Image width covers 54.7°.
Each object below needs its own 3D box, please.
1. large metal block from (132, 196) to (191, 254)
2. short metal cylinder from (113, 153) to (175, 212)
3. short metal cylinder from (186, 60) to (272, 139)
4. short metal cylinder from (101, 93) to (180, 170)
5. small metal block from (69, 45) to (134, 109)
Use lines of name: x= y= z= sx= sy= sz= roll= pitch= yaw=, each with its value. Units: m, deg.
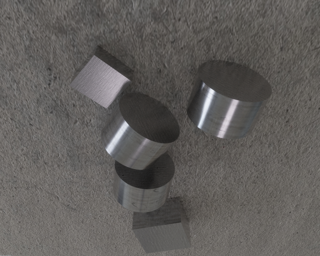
large metal block: x=0.004 y=0.169 z=0.534 sx=0.080 sy=0.050 sz=0.080 roll=-12 pitch=129 yaw=9
short metal cylinder: x=-0.023 y=0.068 z=0.429 sx=0.081 sy=0.080 sz=0.050 roll=6 pitch=130 yaw=-6
short metal cylinder: x=0.075 y=-0.033 z=0.344 sx=0.081 sy=0.080 sz=0.050 roll=9 pitch=130 yaw=-7
short metal cylinder: x=-0.024 y=0.003 z=0.373 sx=0.080 sy=0.080 sz=0.050 roll=24 pitch=126 yaw=-19
small metal block: x=-0.067 y=-0.058 z=0.357 sx=0.050 sy=0.025 sz=0.050 roll=34 pitch=122 yaw=-26
